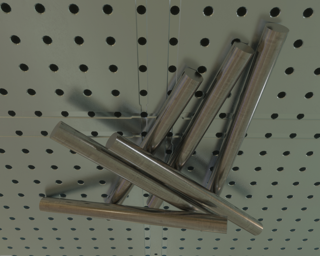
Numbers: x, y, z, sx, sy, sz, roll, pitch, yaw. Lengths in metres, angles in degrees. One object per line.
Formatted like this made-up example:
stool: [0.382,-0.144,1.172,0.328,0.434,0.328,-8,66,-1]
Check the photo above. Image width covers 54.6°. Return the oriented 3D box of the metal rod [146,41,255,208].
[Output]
metal rod: [0.041,0.019,0.427,0.025,0.025,0.298,16,128,-13]

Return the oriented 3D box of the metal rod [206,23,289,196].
metal rod: [0.102,0.008,0.418,0.025,0.025,0.298,6,130,-5]

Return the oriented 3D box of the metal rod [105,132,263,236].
metal rod: [0.051,0.092,0.455,0.301,0.025,0.025,34,122,-26]

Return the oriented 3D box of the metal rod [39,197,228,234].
metal rod: [-0.049,0.133,0.482,0.301,0.025,0.025,2,131,15]

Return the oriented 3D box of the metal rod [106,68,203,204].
metal rod: [-0.025,0.041,0.446,0.025,0.025,0.298,20,127,-16]

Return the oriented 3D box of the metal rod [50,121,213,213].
metal rod: [-0.016,0.078,0.443,0.301,0.025,0.025,34,122,-26]
